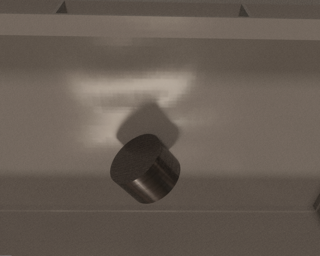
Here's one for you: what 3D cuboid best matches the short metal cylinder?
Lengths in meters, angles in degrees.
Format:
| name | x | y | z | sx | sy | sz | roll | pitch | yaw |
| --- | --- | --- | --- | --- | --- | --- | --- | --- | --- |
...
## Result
| name | x | y | z | sx | sy | sz | roll | pitch | yaw |
| --- | --- | --- | --- | --- | --- | --- | --- | --- | --- |
| short metal cylinder | -0.020 | 0.055 | 0.419 | 0.080 | 0.080 | 0.050 | -26 | 126 | 20 |
